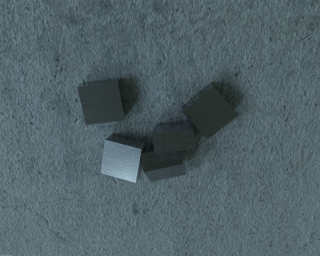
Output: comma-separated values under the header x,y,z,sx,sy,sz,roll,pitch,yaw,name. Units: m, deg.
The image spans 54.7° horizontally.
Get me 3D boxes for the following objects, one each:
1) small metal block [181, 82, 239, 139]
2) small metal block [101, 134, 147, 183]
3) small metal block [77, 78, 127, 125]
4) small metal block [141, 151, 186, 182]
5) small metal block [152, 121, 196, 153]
x,y,z,sx,sy,sz,roll,pitch,yaw,name
0.064,-0.022,0.402,0.050,0.025,0.050,-40,106,13,small metal block
-0.049,0.040,0.418,0.050,0.025,0.050,14,110,9,small metal block
-0.073,-0.034,0.396,0.050,0.025,0.050,-7,110,2,small metal block
0.006,0.049,0.413,0.050,0.050,0.025,-13,65,4,small metal block
0.019,0.010,0.397,0.050,0.050,0.025,-7,103,7,small metal block
